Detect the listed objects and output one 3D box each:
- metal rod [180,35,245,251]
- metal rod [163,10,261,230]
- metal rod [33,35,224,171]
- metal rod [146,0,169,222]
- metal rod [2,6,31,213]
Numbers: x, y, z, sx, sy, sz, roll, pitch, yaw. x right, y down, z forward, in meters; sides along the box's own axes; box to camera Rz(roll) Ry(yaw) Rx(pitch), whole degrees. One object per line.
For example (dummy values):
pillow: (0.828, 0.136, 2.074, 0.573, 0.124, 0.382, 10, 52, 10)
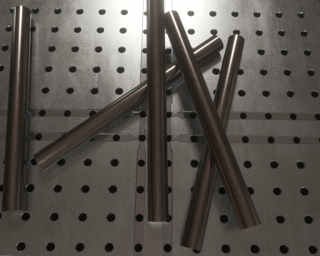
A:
metal rod: (0.075, 0.005, 0.410, 0.025, 0.025, 0.299, 14, 70, 5)
metal rod: (0.058, -0.025, 0.393, 0.025, 0.025, 0.299, -16, 71, -6)
metal rod: (-0.034, -0.041, 0.426, 0.301, 0.025, 0.025, -36, 74, -13)
metal rod: (-0.004, -0.035, 0.401, 0.025, 0.025, 0.299, -1, 78, -1)
metal rod: (-0.194, -0.039, 0.423, 0.025, 0.025, 0.299, -6, 70, -3)
